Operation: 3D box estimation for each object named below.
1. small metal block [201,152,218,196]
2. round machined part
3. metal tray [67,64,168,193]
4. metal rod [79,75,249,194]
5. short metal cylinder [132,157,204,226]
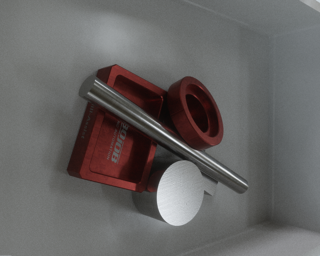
[{"bbox_3d":[0.064,0.066,0.460,0.050,0.025,0.050,39,66,-34],"label":"small metal block"},{"bbox_3d":[0.040,-0.016,0.413,0.098,0.042,0.098,32,45,-39],"label":"round machined part"},{"bbox_3d":[-0.044,0.003,0.364,0.090,0.030,0.130,24,75,-38],"label":"metal tray"},{"bbox_3d":[0.028,0.025,0.393,0.301,0.025,0.025,34,69,-38],"label":"metal rod"},{"bbox_3d":[0.011,0.079,0.399,0.081,0.050,0.079,0,90,-40],"label":"short metal cylinder"}]
